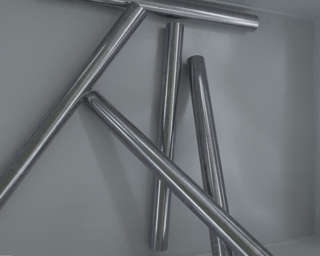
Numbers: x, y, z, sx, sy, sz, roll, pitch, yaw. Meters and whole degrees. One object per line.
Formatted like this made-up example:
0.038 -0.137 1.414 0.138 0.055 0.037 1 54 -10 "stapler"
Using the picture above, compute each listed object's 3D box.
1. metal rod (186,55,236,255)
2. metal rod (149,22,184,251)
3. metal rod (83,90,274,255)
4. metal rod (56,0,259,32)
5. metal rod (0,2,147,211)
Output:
0.061 0.042 0.372 0.025 0.025 0.299 5 65 -20 "metal rod"
0.009 0.010 0.414 0.025 0.025 0.298 5 88 -20 "metal rod"
0.021 0.060 0.337 0.025 0.025 0.300 -43 72 -15 "metal rod"
-0.001 -0.160 0.410 0.303 0.025 0.025 2 90 -21 "metal rod"
-0.111 -0.025 0.360 0.025 0.025 0.300 37 81 -17 "metal rod"
